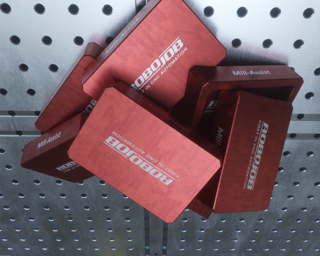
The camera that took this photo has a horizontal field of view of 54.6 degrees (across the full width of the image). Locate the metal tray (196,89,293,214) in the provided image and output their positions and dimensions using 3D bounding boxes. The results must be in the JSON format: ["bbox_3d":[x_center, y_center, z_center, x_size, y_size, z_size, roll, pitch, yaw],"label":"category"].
[{"bbox_3d":[0.097,0.028,0.349,0.091,0.030,0.129,8,97,-33],"label":"metal tray"}]

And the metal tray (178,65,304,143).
[{"bbox_3d":[0.090,-0.025,0.358,0.131,0.030,0.089,-6,133,-22],"label":"metal tray"}]

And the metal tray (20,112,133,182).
[{"bbox_3d":[-0.105,0.031,0.404,0.130,0.030,0.090,-24,143,33],"label":"metal tray"}]

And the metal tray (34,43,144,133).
[{"bbox_3d":[-0.083,-0.028,0.383,0.090,0.030,0.129,31,123,-24],"label":"metal tray"}]

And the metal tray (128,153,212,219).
[{"bbox_3d":[0.005,0.068,0.408,0.090,0.130,0.030,35,80,-27],"label":"metal tray"}]

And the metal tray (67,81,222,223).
[{"bbox_3d":[-0.016,0.025,0.314,0.130,0.030,0.090,35,110,-3],"label":"metal tray"}]

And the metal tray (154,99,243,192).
[{"bbox_3d":[0.050,0.021,0.388,0.130,0.090,0.030,37,121,-26],"label":"metal tray"}]

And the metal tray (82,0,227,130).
[{"bbox_3d":[-0.007,-0.066,0.327,0.130,0.030,0.090,-43,121,14],"label":"metal tray"}]
